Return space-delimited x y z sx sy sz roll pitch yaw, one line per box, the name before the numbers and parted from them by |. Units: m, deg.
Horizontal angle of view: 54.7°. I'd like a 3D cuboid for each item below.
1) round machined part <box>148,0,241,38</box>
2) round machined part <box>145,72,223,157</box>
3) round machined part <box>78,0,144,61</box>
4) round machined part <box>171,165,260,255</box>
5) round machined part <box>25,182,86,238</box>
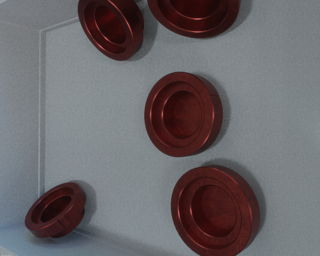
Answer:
round machined part | 0.039 -0.147 0.334 0.098 0.098 0.042 -5 59 39
round machined part | 0.032 -0.015 0.368 0.098 0.042 0.097 0 90 39
round machined part | -0.061 -0.144 0.422 0.098 0.042 0.097 29 148 21
round machined part | 0.063 0.089 0.342 0.098 0.042 0.097 0 90 39
round machined part | -0.163 0.138 0.504 0.098 0.098 0.042 -2 127 39
